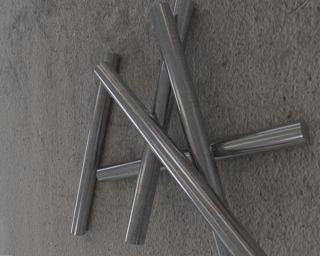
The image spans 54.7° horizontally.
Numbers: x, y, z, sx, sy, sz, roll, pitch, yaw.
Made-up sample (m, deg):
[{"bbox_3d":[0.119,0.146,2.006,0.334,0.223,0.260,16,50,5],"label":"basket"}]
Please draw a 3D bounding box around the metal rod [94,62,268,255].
[{"bbox_3d":[0.004,0.021,0.338,0.300,0.025,0.025,51,120,31],"label":"metal rod"}]

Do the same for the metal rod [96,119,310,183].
[{"bbox_3d":[0.025,0.038,0.384,0.299,0.025,0.025,-17,79,38],"label":"metal rod"}]

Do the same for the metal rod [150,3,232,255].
[{"bbox_3d":[0.038,0.004,0.338,0.025,0.025,0.299,-22,78,38],"label":"metal rod"}]

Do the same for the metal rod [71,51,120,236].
[{"bbox_3d":[-0.105,0.030,0.491,0.025,0.025,0.298,21,103,38],"label":"metal rod"}]

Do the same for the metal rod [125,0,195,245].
[{"bbox_3d":[0.000,-0.008,0.380,0.025,0.025,0.298,12,90,39],"label":"metal rod"}]
